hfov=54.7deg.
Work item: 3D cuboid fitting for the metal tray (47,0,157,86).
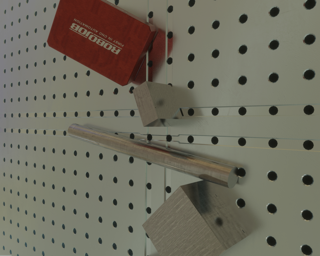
[{"bbox_3d":[-0.082,-0.128,0.432,0.130,0.030,0.089,29,113,3],"label":"metal tray"}]

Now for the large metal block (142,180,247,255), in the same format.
[{"bbox_3d":[0.038,0.120,0.362,0.080,0.050,0.080,-51,60,27],"label":"large metal block"}]

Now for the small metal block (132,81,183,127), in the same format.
[{"bbox_3d":[-0.002,-0.029,0.395,0.025,0.050,0.050,-29,72,36],"label":"small metal block"}]

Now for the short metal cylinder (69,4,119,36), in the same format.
[{"bbox_3d":[-0.109,-0.164,0.477,0.080,0.050,0.080,-7,78,40],"label":"short metal cylinder"}]

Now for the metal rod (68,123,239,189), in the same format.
[{"bbox_3d":[-0.033,0.030,0.436,0.300,0.025,0.025,13,98,39],"label":"metal rod"}]
